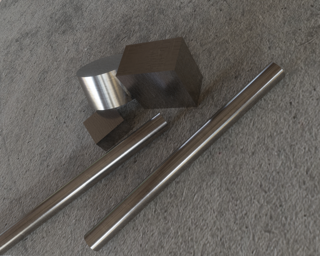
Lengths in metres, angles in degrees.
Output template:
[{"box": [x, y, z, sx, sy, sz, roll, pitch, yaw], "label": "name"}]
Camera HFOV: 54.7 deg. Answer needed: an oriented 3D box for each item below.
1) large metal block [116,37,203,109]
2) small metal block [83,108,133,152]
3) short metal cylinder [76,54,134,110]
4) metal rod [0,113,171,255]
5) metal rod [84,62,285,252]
[{"box": [0.002, -0.068, 0.408, 0.080, 0.080, 0.050, -1, 62, 27], "label": "large metal block"}, {"box": [-0.075, -0.003, 0.444, 0.050, 0.025, 0.050, -41, 51, 0], "label": "small metal block"}, {"box": [-0.072, -0.067, 0.445, 0.080, 0.050, 0.080, -12, 29, 7], "label": "short metal cylinder"}, {"box": [-0.113, 0.080, 0.412, 0.300, 0.025, 0.025, -37, 51, 2], "label": "metal rod"}, {"box": [0.030, 0.032, 0.367, 0.300, 0.025, 0.025, -43, 51, -2], "label": "metal rod"}]
